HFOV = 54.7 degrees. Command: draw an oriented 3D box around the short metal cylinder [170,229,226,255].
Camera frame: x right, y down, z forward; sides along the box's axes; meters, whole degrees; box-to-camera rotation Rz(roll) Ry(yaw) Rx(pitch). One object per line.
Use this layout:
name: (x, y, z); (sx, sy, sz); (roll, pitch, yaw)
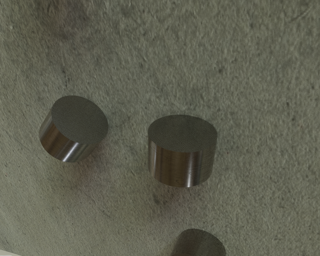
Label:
short metal cylinder: (0.058, 0.206, 0.487); (0.080, 0.050, 0.079); (13, 124, 20)

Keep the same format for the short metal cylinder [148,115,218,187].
short metal cylinder: (0.026, 0.025, 0.372); (0.080, 0.080, 0.050); (15, 124, 19)

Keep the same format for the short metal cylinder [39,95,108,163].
short metal cylinder: (-0.120, 0.001, 0.433); (0.080, 0.080, 0.050); (44, 129, -3)
